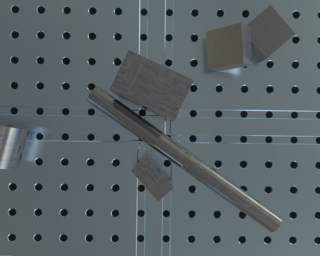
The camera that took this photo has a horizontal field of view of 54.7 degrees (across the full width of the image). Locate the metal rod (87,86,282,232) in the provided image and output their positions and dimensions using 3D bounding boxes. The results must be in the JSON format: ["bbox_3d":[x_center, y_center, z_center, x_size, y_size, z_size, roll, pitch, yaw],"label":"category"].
[{"bbox_3d":[0.033,0.042,0.413,0.301,0.025,0.025,36,90,-1],"label":"metal rod"}]

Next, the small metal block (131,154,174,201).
[{"bbox_3d":[-0.009,0.062,0.401,0.025,0.050,0.050,-41,91,0],"label":"small metal block"}]

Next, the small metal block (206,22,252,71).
[{"bbox_3d":[0.089,-0.103,0.401,0.050,0.025,0.050,-3,90,40],"label":"small metal block"}]

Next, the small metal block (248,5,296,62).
[{"bbox_3d":[0.141,-0.125,0.415,0.050,0.025,0.050,-41,91,0],"label":"small metal block"}]

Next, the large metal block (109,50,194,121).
[{"bbox_3d":[-0.009,-0.048,0.386,0.080,0.080,0.050,25,90,-1],"label":"large metal block"}]

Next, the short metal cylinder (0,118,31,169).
[{"bbox_3d":[-0.209,0.015,0.383,0.080,0.080,0.050,16,90,-1],"label":"short metal cylinder"}]
